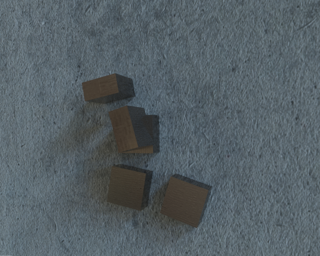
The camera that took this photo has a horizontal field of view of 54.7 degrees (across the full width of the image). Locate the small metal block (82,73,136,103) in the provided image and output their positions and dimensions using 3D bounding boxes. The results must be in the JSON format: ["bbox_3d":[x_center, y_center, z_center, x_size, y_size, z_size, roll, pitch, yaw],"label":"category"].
[{"bbox_3d":[-0.068,-0.052,0.420,0.050,0.050,0.025,-12,86,19],"label":"small metal block"}]

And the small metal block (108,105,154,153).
[{"bbox_3d":[-0.034,0.001,0.381,0.025,0.050,0.050,-17,84,19],"label":"small metal block"}]

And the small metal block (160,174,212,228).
[{"bbox_3d":[0.034,0.092,0.397,0.050,0.025,0.050,18,96,19],"label":"small metal block"}]

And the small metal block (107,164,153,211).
[{"bbox_3d":[-0.041,0.080,0.423,0.050,0.025,0.050,10,93,19],"label":"small metal block"}]

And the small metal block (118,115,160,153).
[{"bbox_3d":[-0.029,0.008,0.419,0.050,0.025,0.050,-1,90,20],"label":"small metal block"}]
